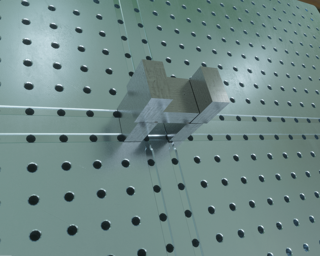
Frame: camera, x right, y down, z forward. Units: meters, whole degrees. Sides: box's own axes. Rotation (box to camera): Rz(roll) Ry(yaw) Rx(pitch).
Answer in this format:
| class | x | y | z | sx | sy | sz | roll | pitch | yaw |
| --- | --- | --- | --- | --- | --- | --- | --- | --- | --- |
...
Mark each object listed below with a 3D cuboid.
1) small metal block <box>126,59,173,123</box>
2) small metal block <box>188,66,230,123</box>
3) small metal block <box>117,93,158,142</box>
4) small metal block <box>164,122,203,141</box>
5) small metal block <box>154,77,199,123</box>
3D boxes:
| class | x | y | z | sx | sy | sz | roll | pitch | yaw |
| --- | --- | --- | --- | --- | --- | --- | --- | --- | --- |
| small metal block | -0.013 | -0.040 | 0.345 | 0.025 | 0.050 | 0.050 | 0 | 61 | -28 |
| small metal block | 0.054 | -0.040 | 0.381 | 0.025 | 0.050 | 0.050 | 0 | 61 | -28 |
| small metal block | -0.029 | -0.016 | 0.387 | 0.025 | 0.050 | 0.050 | 1 | 62 | -28 |
| small metal block | 0.028 | -0.016 | 0.418 | 0.025 | 0.050 | 0.050 | -1 | 62 | -29 |
| small metal block | 0.014 | -0.034 | 0.374 | 0.050 | 0.025 | 0.050 | 1 | 61 | -28 |
